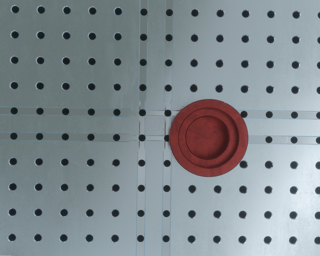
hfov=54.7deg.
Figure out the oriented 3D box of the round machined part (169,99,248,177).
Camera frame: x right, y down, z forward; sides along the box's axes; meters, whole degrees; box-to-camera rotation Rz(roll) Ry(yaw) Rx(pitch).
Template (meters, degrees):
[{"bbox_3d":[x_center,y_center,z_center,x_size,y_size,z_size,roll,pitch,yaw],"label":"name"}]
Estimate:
[{"bbox_3d":[0.061,0.012,0.406,0.099,0.042,0.097,0,90,-1],"label":"round machined part"}]
